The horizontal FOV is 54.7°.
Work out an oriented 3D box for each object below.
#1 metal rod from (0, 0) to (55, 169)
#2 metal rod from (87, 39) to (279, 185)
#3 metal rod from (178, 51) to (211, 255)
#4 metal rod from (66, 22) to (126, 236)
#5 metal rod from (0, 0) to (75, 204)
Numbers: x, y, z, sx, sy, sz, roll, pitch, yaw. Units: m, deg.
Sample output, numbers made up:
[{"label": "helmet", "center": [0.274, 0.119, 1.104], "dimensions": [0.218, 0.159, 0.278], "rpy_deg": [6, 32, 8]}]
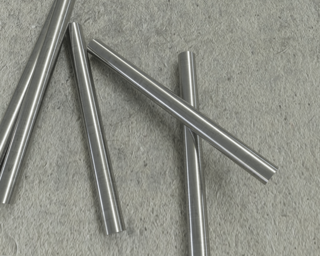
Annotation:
[{"label": "metal rod", "center": [-0.180, -0.072, 0.432], "dimensions": [0.025, 0.025, 0.299], "rpy_deg": [12, 70, 4]}, {"label": "metal rod", "center": [0.014, -0.033, 0.397], "dimensions": [0.300, 0.025, 0.025], "rpy_deg": [38, 74, 21]}, {"label": "metal rod", "center": [0.042, 0.037, 0.394], "dimensions": [0.025, 0.025, 0.299], "rpy_deg": [-1, 70, -1]}, {"label": "metal rod", "center": [-0.090, -0.013, 0.411], "dimensions": [0.025, 0.025, 0.299], "rpy_deg": [-14, 71, -5]}, {"label": "metal rod", "center": [-0.162, -0.052, 0.413], "dimensions": [0.025, 0.025, 0.299], "rpy_deg": [10, 75, 3]}]
